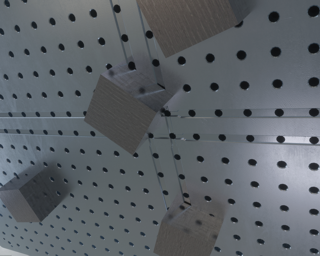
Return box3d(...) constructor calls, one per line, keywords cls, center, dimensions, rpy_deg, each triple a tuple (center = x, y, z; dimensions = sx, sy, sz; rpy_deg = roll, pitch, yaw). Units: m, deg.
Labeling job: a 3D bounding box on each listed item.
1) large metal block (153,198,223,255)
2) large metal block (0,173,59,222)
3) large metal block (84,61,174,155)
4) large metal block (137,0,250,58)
box3d(cls="large metal block", center=(0.042, 0.168, 0.477), dimensions=(0.080, 0.050, 0.079), rpy_deg=(22, 127, 15))
box3d(cls="large metal block", center=(-0.268, 0.142, 0.625), dimensions=(0.080, 0.050, 0.080), rpy_deg=(-12, 113, 33))
box3d(cls="large metal block", center=(-0.042, -0.025, 0.402), dimensions=(0.080, 0.050, 0.080), rpy_deg=(35, 129, 5))
box3d(cls="large metal block", center=(0.029, -0.126, 0.302), dimensions=(0.080, 0.050, 0.080), rpy_deg=(-18, 109, 35))
